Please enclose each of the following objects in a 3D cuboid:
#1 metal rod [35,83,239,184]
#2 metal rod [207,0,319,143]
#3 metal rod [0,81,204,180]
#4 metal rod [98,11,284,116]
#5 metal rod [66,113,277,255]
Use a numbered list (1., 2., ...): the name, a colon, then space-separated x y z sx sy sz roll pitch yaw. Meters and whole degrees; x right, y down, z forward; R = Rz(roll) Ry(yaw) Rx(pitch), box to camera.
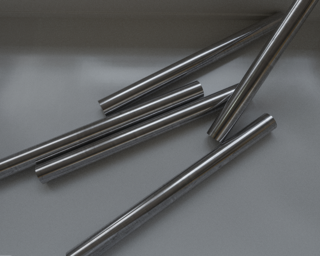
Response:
1. metal rod: -0.012 0.001 0.408 0.302 0.025 0.025 -23 72 -8
2. metal rod: 0.150 -0.112 0.382 0.025 0.025 0.299 34 100 11
3. metal rod: -0.083 0.003 0.407 0.302 0.025 0.025 -23 72 -8
4. metal rod: 0.053 -0.095 0.444 0.302 0.025 0.025 -28 73 -10
5. metal rod: 0.023 0.072 0.383 0.301 0.025 0.025 -33 74 -12
